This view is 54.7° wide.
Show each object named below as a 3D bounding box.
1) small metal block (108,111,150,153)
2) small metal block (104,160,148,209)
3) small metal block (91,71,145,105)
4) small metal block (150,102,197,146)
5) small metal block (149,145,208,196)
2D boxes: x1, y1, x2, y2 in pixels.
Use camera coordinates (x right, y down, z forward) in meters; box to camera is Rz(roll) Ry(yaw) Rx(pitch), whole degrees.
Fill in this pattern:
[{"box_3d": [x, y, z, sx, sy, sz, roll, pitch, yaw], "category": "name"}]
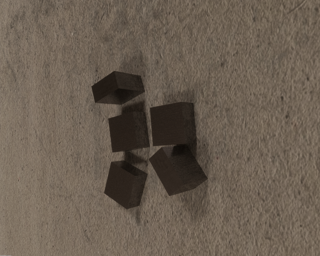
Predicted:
[{"box_3d": [-0.044, 0.006, 0.439, 0.050, 0.025, 0.050, -13, 82, 39], "category": "small metal block"}, {"box_3d": [-0.050, 0.080, 0.444, 0.050, 0.025, 0.050, 23, 105, 37], "category": "small metal block"}, {"box_3d": [-0.059, -0.055, 0.435, 0.050, 0.050, 0.025, -24, 75, 37], "category": "small metal block"}, {"box_3d": [0.016, -0.004, 0.390, 0.050, 0.025, 0.050, -8, 85, 39], "category": "small metal block"}, {"box_3d": [0.022, 0.049, 0.369, 0.025, 0.050, 0.050, -45, 63, 30], "category": "small metal block"}]
